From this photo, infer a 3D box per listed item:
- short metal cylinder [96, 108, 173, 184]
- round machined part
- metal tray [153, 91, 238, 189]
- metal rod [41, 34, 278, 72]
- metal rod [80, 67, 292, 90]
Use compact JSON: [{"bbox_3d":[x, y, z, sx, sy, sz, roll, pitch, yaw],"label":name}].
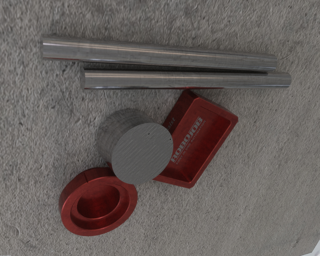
[{"bbox_3d":[-0.031,0.022,0.381,0.081,0.050,0.079,-14,119,-27],"label":"short metal cylinder"},{"bbox_3d":[-0.083,0.091,0.407,0.099,0.042,0.097,-14,125,-21],"label":"round machined part"},{"bbox_3d":[0.041,0.020,0.438,0.091,0.030,0.129,21,107,-36],"label":"metal tray"},{"bbox_3d":[0.021,-0.084,0.366,0.303,0.025,0.025,-3,120,-27],"label":"metal rod"},{"bbox_3d":[0.053,-0.062,0.397,0.303,0.025,0.025,-4,120,-27],"label":"metal rod"}]
